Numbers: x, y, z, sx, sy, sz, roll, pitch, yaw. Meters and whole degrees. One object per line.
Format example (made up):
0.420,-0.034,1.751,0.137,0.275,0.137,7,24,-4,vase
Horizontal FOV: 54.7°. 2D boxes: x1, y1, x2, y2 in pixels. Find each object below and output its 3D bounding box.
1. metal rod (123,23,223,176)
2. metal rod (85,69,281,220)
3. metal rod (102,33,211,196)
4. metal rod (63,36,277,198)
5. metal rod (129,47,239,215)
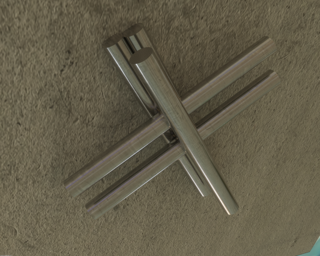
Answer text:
0.034,-0.007,0.424,0.025,0.025,0.299,-36,130,-4,metal rod
0.033,0.019,0.408,0.301,0.025,0.025,-36,130,-5,metal rod
0.012,0.006,0.420,0.025,0.025,0.299,-36,130,-4,metal rod
0.016,-0.016,0.376,0.301,0.025,0.025,-36,130,-5,metal rod
0.046,0.028,0.387,0.025,0.025,0.299,-37,130,-4,metal rod
